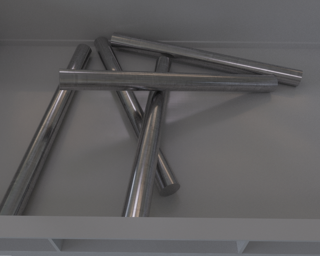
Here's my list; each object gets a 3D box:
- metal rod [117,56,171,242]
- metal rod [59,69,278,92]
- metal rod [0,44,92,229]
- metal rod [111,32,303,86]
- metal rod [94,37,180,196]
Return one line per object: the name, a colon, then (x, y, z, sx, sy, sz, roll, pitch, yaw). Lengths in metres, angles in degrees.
metal rod: (-0.009, -0.006, 0.378, 0.025, 0.025, 0.300, 5, 40, 4)
metal rod: (0.025, -0.061, 0.411, 0.302, 0.025, 0.025, -2, 49, -20)
metal rod: (-0.143, -0.015, 0.416, 0.025, 0.025, 0.300, 5, 50, 4)
metal rod: (0.067, -0.111, 0.493, 0.301, 0.025, 0.025, 14, 52, 9)
metal rod: (-0.044, -0.037, 0.435, 0.025, 0.025, 0.300, -17, 52, -14)
